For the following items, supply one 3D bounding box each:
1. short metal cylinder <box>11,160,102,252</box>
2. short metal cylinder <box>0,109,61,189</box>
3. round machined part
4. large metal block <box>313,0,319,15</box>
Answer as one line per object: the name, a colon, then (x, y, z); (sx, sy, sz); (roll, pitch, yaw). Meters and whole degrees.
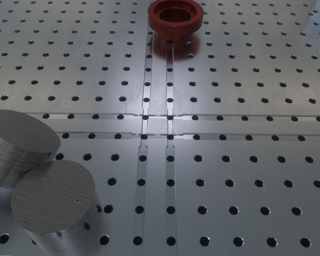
short metal cylinder: (-0.104, 0.080, 0.323); (0.080, 0.050, 0.080); (0, 50, 0)
short metal cylinder: (-0.160, 0.023, 0.344); (0.080, 0.050, 0.080); (31, 15, -9)
round machined part: (0.027, -0.193, 0.558); (0.099, 0.042, 0.098); (0, 50, 0)
large metal block: (0.363, -0.243, 0.598); (0.080, 0.050, 0.080); (-32, 57, -24)
